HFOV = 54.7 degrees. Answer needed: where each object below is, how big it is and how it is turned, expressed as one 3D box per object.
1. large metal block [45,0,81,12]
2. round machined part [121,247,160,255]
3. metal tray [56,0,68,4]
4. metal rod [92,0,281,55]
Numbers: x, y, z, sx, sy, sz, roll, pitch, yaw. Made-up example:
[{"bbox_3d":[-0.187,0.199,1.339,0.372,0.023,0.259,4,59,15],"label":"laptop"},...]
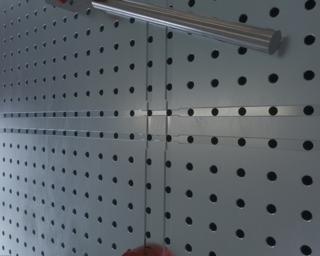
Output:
[{"bbox_3d":[-0.161,-0.262,0.526,0.080,0.050,0.080,-33,70,35],"label":"large metal block"},{"bbox_3d":[-0.030,0.219,0.423,0.098,0.042,0.097,0,90,40],"label":"round machined part"},{"bbox_3d":[-0.158,-0.271,0.488,0.090,0.030,0.130,-37,71,7],"label":"metal tray"},{"bbox_3d":[0.009,-0.144,0.401,0.300,0.025,0.025,28,108,36],"label":"metal rod"}]
